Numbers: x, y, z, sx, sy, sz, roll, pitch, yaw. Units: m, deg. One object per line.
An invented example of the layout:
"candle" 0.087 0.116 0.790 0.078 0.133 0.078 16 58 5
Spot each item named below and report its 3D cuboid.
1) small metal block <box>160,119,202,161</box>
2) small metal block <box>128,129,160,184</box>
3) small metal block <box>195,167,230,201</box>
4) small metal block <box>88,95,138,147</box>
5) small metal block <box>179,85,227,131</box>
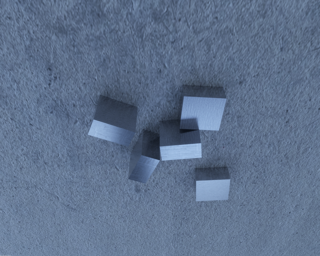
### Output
"small metal block" 0.026 0.014 0.403 0.050 0.050 0.025 -5 130 4
"small metal block" -0.021 0.039 0.424 0.025 0.050 0.050 18 128 -15
"small metal block" 0.080 0.088 0.483 0.050 0.025 0.050 -3 130 2
"small metal block" -0.057 -0.010 0.382 0.050 0.050 0.025 18 128 -15
"small metal block" 0.051 -0.025 0.387 0.050 0.025 0.050 3 130 -3
